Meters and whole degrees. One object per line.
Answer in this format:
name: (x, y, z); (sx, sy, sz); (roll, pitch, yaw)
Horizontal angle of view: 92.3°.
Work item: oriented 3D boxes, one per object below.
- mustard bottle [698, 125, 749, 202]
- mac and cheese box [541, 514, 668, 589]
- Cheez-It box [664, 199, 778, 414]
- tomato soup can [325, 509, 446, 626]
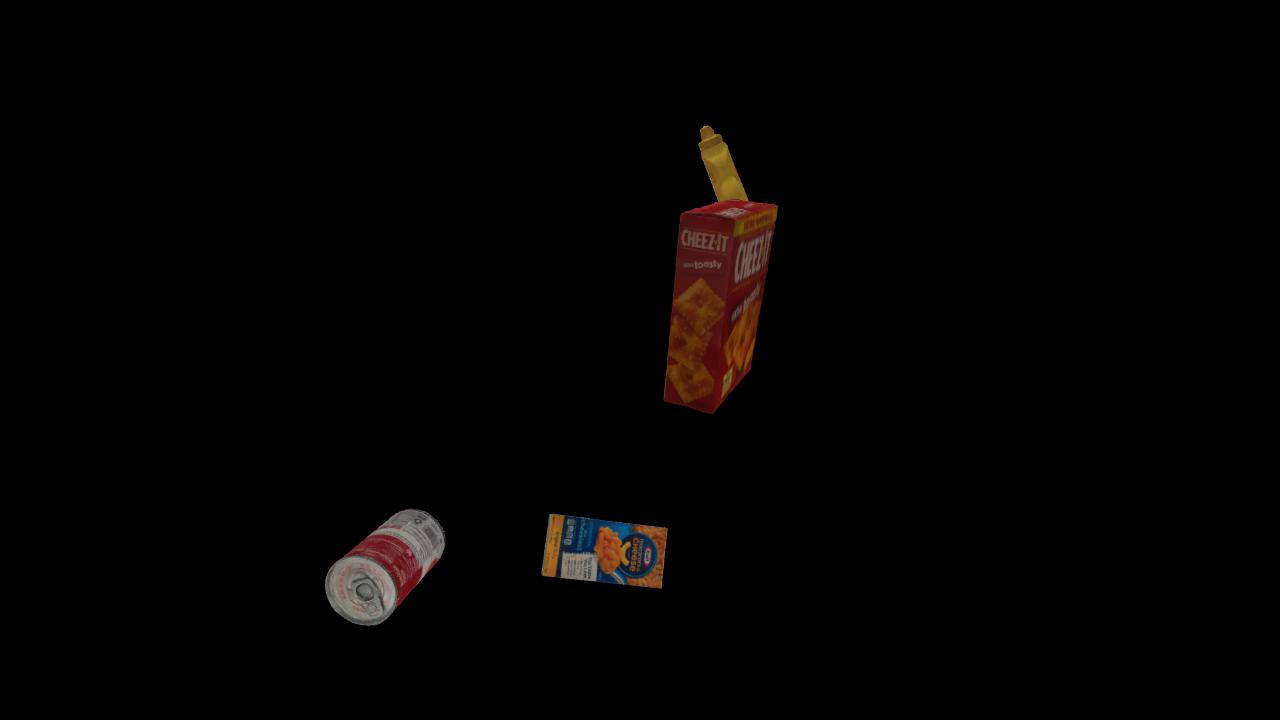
mustard bottle: (0.149, -0.326, 1.095); (0.054, 0.184, 0.092); (-21, 16, 14)
mac and cheese box: (-0.054, 0.293, 0.945); (0.184, 0.093, 0.041); (9, -17, -9)
Cheez-It box: (0.096, -0.070, 0.730); (0.071, 0.223, 0.166); (14, 23, 22)
tomato soup can: (-0.237, 0.192, 0.585); (0.068, 0.068, 0.101); (0, 11, 7)
